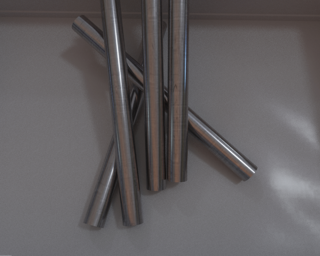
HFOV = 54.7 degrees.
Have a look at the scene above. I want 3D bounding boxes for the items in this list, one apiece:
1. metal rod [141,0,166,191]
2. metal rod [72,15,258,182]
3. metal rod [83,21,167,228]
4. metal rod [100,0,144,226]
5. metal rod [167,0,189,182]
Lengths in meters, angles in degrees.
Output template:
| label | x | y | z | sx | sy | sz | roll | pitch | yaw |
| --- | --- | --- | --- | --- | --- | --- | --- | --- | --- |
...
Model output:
| label | x | y | z | sx | sy | sz | roll | pitch | yaw |
| --- | --- | --- | --- | --- | --- | --- | --- | --- | --- |
| metal rod | -0.008 | -0.074 | 0.373 | 0.025 | 0.025 | 0.298 | -1 | 94 | -1 |
| metal rod | 0.002 | -0.042 | 0.403 | 0.300 | 0.025 | 0.025 | 42 | 75 | 5 |
| metal rod | -0.040 | -0.020 | 0.416 | 0.025 | 0.025 | 0.299 | 14 | 70 | 5 |
| metal rod | -0.049 | -0.034 | 0.379 | 0.025 | 0.025 | 0.298 | -6 | 86 | -2 |
| metal rod | 0.022 | -0.085 | 0.370 | 0.025 | 0.025 | 0.298 | 0 | 94 | 0 |
